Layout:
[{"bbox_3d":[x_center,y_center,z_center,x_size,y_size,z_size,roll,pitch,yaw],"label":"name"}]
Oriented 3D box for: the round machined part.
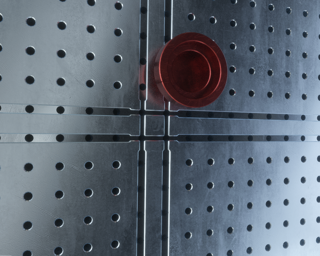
[{"bbox_3d":[0.038,-0.075,0.419,0.099,0.042,0.097,0,90,-21],"label":"round machined part"}]
